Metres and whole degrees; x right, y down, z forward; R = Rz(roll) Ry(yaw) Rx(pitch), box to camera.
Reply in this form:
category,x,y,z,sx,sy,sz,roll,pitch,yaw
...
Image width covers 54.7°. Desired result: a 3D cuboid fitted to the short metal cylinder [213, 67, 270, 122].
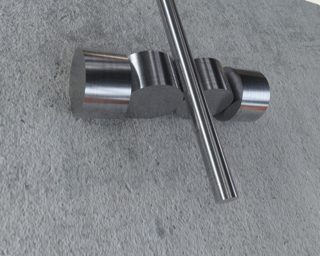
category,x,y,z,sx,sy,sz,roll,pitch,yaw
short metal cylinder,0.115,-0.049,0.461,0.050,0.080,0.080,1,62,-28

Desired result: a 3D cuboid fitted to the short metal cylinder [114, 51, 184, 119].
category,x,y,z,sx,sy,sz,roll,pitch,yaw
short metal cylinder,-0.015,-0.052,0.394,0.081,0.080,0.050,1,62,-28

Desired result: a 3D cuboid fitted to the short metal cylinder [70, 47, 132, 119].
category,x,y,z,sx,sy,sz,roll,pitch,yaw
short metal cylinder,-0.072,-0.051,0.362,0.050,0.080,0.080,1,62,-28

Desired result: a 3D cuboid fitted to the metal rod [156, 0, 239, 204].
category,x,y,z,sx,sy,sz,roll,pitch,yaw
metal rod,0.038,-0.057,0.381,0.025,0.025,0.299,1,61,-28

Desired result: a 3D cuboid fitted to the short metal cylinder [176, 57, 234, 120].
category,x,y,z,sx,sy,sz,roll,pitch,yaw
short metal cylinder,0.056,-0.053,0.431,0.081,0.080,0.050,1,62,-28
